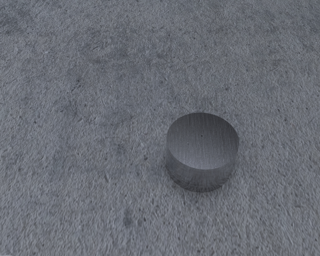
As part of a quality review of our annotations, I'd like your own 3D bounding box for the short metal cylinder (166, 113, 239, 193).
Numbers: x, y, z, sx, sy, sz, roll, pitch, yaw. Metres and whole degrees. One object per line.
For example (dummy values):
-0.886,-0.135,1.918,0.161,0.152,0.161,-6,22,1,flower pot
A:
0.048,0.028,0.364,0.080,0.050,0.080,0,50,0,short metal cylinder
